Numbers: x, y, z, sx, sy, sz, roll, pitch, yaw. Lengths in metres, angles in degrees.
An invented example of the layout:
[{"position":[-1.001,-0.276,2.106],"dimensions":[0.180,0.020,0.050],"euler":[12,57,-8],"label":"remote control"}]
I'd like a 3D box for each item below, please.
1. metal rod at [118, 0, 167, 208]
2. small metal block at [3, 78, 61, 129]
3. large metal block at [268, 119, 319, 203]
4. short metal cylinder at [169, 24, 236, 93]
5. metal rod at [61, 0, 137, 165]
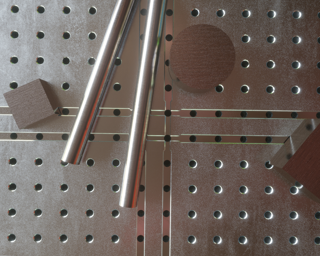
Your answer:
[{"position":[-0.021,-0.045,0.413],"dimensions":[0.025,0.025,0.298],"euler":[8,90,-1],"label":"metal rod"},{"position":[-0.169,-0.031,0.411],"dimensions":[0.050,0.025,0.050],"euler":[-24,90,-1],"label":"small metal block"},{"position":[0.206,0.044,0.404],"dimensions":[0.080,0.050,0.080],"euler":[40,90,-1],"label":"large metal block"},{"position":[0.052,-0.087,0.402],"dimensions":[0.081,0.050,0.079],"euler":[0,90,-1],"label":"short metal cylinder"},{"position":[-0.070,-0.096,0.412],"dimensions":[0.025,0.025,0.298],"euler":[19,90,-1],"label":"metal rod"}]
